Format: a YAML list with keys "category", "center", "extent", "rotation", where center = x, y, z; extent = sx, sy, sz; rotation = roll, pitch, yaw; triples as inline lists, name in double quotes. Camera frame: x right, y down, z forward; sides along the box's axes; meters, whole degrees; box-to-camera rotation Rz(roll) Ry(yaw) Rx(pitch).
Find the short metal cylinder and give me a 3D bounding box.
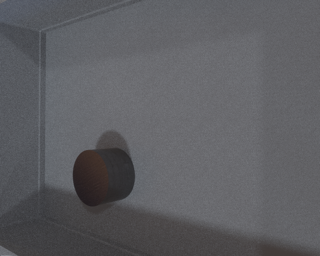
- category: "short metal cylinder"
  center: [-0.083, 0.071, 0.457]
  extent: [0.080, 0.050, 0.079]
  rotation: [0, 90, 39]
